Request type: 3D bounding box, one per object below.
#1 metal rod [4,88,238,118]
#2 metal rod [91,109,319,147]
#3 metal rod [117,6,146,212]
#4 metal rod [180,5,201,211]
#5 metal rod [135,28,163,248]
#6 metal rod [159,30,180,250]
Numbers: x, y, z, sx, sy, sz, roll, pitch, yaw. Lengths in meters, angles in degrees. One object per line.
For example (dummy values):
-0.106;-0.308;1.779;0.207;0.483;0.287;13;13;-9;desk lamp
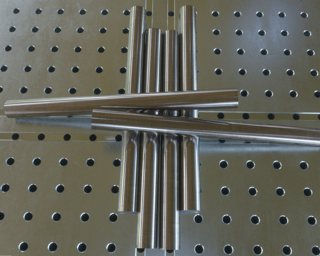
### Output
-0.055;-0.031;0.398;0.301;0.025;0.025;-2;70;9;metal rod
0.069;0.002;0.390;0.302;0.025;0.025;5;70;-8;metal rod
-0.036;-0.039;0.425;0.025;0.025;0.299;1;70;0;metal rod
0.040;-0.040;0.426;0.025;0.025;0.299;1;70;0;metal rod
-0.012;-0.001;0.411;0.025;0.025;0.299;1;70;0;metal rod
0.014;0.001;0.412;0.025;0.025;0.299;1;70;0;metal rod
